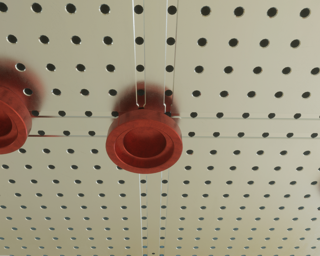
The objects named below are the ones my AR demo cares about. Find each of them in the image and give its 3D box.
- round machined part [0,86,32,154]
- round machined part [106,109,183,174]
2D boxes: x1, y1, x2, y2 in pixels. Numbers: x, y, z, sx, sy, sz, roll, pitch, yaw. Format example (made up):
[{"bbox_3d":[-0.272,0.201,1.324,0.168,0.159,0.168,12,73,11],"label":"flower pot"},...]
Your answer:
[{"bbox_3d":[-0.210,-0.016,0.384,0.099,0.042,0.097,-1,130,0],"label":"round machined part"},{"bbox_3d":[-0.020,0.013,0.412,0.099,0.042,0.097,-1,130,0],"label":"round machined part"}]
